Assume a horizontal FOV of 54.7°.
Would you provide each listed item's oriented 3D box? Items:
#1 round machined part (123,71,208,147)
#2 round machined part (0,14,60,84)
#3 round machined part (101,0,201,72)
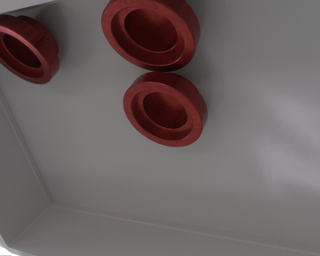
[{"bbox_3d":[0.010,-0.026,0.367,0.098,0.042,0.097,17,139,16],"label":"round machined part"},{"bbox_3d":[-0.176,-0.108,0.410,0.098,0.042,0.098,19,148,13],"label":"round machined part"},{"bbox_3d":[-0.006,-0.106,0.318,0.098,0.042,0.098,16,152,9],"label":"round machined part"}]
